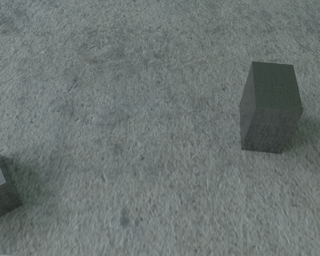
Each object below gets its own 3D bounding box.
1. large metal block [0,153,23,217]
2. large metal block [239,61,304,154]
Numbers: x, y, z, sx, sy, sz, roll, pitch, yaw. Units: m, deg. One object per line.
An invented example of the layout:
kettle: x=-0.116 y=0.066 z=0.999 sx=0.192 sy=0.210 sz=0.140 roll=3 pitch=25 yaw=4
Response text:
large metal block: x=-0.209 y=0.062 z=0.333 sx=0.081 sy=0.050 sz=0.080 roll=-27 pitch=56 yaw=-21
large metal block: x=0.135 y=-0.025 z=0.390 sx=0.050 sy=0.080 sz=0.080 roll=6 pitch=50 yaw=5
